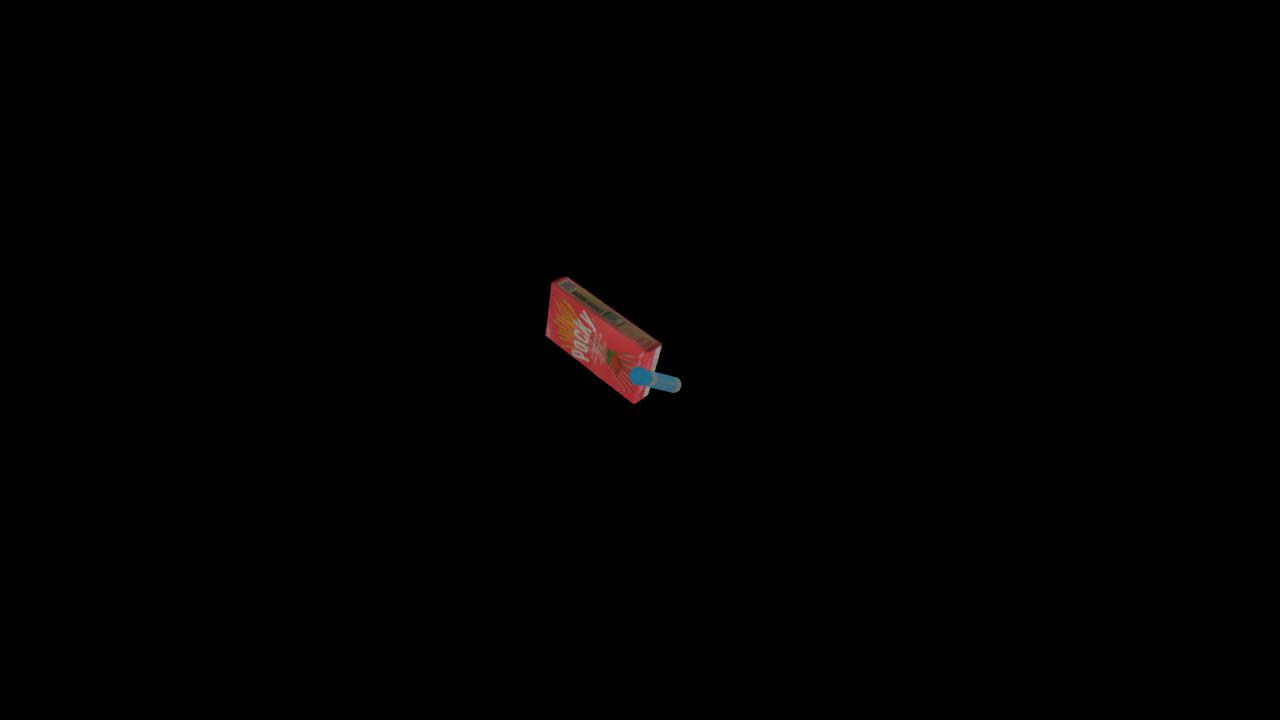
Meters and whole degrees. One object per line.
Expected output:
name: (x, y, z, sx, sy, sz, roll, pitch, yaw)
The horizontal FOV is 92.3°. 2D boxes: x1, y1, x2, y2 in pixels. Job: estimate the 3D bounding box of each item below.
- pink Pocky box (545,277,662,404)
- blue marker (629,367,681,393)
pink Pocky box: (-0.047, -0.024, 0.719, 0.155, 0.084, 0.029, 37, 46, 23)
blue marker: (0.018, 0.022, 0.669, 0.020, 0.020, 0.121, 0, -7, 22)
